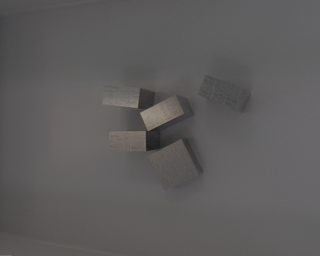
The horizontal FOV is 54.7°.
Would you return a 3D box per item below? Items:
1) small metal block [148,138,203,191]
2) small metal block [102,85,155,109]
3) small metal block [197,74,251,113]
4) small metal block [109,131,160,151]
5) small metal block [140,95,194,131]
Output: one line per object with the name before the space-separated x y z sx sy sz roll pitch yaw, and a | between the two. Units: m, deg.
small metal block | 0.021 0.047 0.403 0.050 0.025 0.050 -28 81 17
small metal block | -0.041 -0.040 0.411 0.050 0.050 0.025 7 93 20
small metal block | 0.078 -0.040 0.370 0.050 0.050 0.025 25 98 18
small metal block | -0.032 0.016 0.408 0.050 0.050 0.025 -1 90 20
small metal block | 0.011 -0.018 0.393 0.050 0.050 0.025 -26 82 18
